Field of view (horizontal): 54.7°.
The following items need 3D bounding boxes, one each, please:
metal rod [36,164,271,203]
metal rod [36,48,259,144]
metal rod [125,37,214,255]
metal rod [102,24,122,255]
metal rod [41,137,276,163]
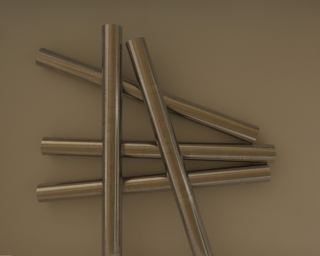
[{"bbox_3d":[-0.007,0.073,0.410,0.302,0.025,0.025,-5,90,-1],"label":"metal rod"},{"bbox_3d":[-0.016,-0.042,0.409,0.302,0.025,0.025,20,90,-1],"label":"metal rod"},{"bbox_3d":[0.014,0.034,0.385,0.025,0.025,0.298,-18,90,0],"label":"metal rod"},{"bbox_3d":[-0.059,0.024,0.383,0.025,0.025,0.298,0,90,-1],"label":"metal rod"},{"bbox_3d":[-0.001,0.029,0.409,0.302,0.025,0.025,2,90,-1],"label":"metal rod"}]
